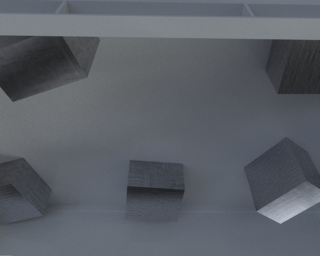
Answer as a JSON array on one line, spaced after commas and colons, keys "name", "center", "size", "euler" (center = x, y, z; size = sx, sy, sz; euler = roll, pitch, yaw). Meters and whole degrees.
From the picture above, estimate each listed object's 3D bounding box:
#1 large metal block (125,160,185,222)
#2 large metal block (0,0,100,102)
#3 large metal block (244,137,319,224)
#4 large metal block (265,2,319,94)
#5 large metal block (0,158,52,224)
[{"name": "large metal block", "center": [-0.009, 0.097, 0.475], "size": [0.081, 0.050, 0.079], "euler": [4, 130, -4]}, {"name": "large metal block", "center": [-0.112, -0.079, 0.305], "size": [0.080, 0.080, 0.050], "euler": [-15, 129, 12]}, {"name": "large metal block", "center": [0.174, 0.074, 0.437], "size": [0.050, 0.080, 0.080], "euler": [30, 124, -23]}, {"name": "large metal block", "center": [0.165, -0.083, 0.324], "size": [0.081, 0.050, 0.079], "euler": [0, 130, 0]}, {"name": "large metal block", "center": [-0.229, 0.098, 0.474], "size": [0.080, 0.050, 0.080], "euler": [-14, 129, 11]}]
